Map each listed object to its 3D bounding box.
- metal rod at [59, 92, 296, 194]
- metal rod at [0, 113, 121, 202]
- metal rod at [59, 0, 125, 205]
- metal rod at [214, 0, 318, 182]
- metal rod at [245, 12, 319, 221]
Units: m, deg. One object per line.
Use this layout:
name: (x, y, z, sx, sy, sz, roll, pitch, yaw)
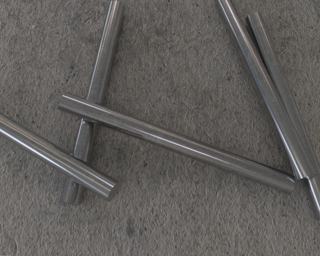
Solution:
metal rod: (0.021, 0.018, 0.386, 0.301, 0.025, 0.025, 20, 71, 1)
metal rod: (-0.180, 0.006, 0.387, 0.301, 0.025, 0.025, 27, 72, 16)
metal rod: (-0.087, -0.048, 0.424, 0.025, 0.025, 0.299, 8, 70, 3)
metal rod: (0.135, -0.073, 0.425, 0.025, 0.025, 0.299, -14, 67, -5)
metal rod: (0.171, -0.030, 0.419, 0.025, 0.025, 0.299, -11, 70, -4)
